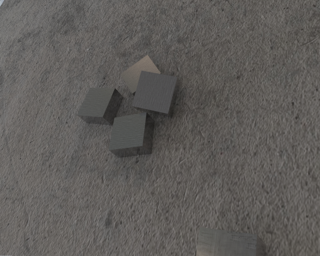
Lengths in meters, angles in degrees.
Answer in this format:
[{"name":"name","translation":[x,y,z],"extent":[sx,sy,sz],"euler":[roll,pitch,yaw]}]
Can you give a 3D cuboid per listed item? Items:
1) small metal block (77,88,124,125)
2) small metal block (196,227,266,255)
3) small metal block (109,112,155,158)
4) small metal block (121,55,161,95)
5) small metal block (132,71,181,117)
[{"name":"small metal block","translation":[-0.090,-0.033,0.472],"extent":[0.050,0.025,0.050],"euler":[5,64,30]},{"name":"small metal block","translation":[0.067,0.112,0.284],"extent":[0.050,0.050,0.025],"euler":[-2,61,27]},{"name":"small metal block","translation":[-0.037,0.010,0.417],"extent":[0.050,0.025,0.050],"euler":[-9,58,23]},{"name":"small metal block","translation":[-0.024,-0.073,0.462],"extent":[0.050,0.025,0.050],"euler":[-35,51,5]},{"name":"small metal block","translation":[-0.005,-0.046,0.417],"extent":[0.050,0.025,0.050],"euler":[13,84,14]}]
